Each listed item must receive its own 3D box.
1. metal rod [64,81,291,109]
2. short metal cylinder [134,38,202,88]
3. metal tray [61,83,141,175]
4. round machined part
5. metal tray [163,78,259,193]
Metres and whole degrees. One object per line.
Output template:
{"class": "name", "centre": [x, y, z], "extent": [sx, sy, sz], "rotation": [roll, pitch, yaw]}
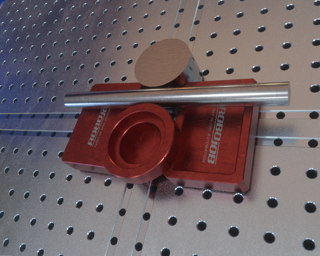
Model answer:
{"class": "metal rod", "centre": [0.000, -0.038, 0.387], "extent": [0.300, 0.025, 0.025], "rotation": [1, 62, 28]}
{"class": "short metal cylinder", "centre": [0.012, -0.076, 0.427], "extent": [0.080, 0.050, 0.080], "rotation": [-13, 56, 21]}
{"class": "metal tray", "centre": [-0.075, -0.002, 0.439], "extent": [0.090, 0.030, 0.130], "rotation": [3, 63, 29]}
{"class": "round machined part", "centre": [-0.020, 0.022, 0.378], "extent": [0.098, 0.042, 0.098], "rotation": [-13, 56, 21]}
{"class": "metal tray", "centre": [0.063, 0.005, 0.363], "extent": [0.090, 0.030, 0.130], "rotation": [1, 62, 28]}
